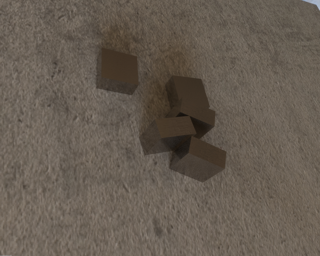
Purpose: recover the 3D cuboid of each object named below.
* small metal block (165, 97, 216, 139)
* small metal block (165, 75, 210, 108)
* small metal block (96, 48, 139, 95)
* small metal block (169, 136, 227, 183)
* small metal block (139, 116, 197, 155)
[{"bbox_3d":[0.039,-0.009,0.416,0.050,0.050,0.025,22,53,-16],"label":"small metal block"},{"bbox_3d":[0.040,-0.047,0.456,0.050,0.025,0.050,2,61,-28],"label":"small metal block"},{"bbox_3d":[-0.058,-0.076,0.420,0.050,0.025,0.050,9,58,-24],"label":"small metal block"},{"bbox_3d":[0.047,0.041,0.390,0.050,0.050,0.025,24,53,-14],"label":"small metal block"},{"bbox_3d":[0.009,0.010,0.388,0.050,0.050,0.025,-6,65,-31],"label":"small metal block"}]
